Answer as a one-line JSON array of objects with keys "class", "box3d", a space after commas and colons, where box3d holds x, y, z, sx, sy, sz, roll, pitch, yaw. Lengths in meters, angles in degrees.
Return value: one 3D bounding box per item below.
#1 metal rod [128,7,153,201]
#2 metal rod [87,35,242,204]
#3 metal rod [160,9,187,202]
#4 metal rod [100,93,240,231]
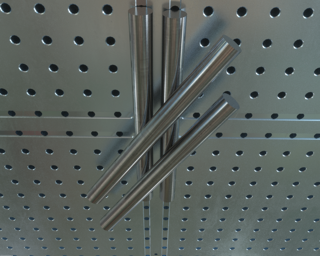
[{"class": "metal rod", "box3d": [-0.022, -0.004, 0.408, 0.025, 0.025, 0.298, 0, 130, -1]}, {"class": "metal rod", "box3d": [-0.013, 0.009, 0.387, 0.025, 0.025, 0.299, 28, 125, -22]}, {"class": "metal rod", "box3d": [0.013, -0.002, 0.410, 0.025, 0.025, 0.298, 0, 130, -1]}, {"class": "metal rod", "box3d": [-0.003, 0.064, 0.432, 0.025, 0.025, 0.299, 28, 125, -22]}]
